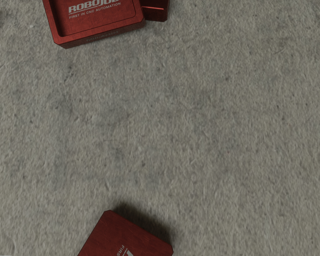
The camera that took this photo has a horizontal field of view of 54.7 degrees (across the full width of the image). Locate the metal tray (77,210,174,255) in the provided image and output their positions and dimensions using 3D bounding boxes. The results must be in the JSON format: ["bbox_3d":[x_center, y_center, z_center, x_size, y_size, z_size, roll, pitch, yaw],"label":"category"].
[{"bbox_3d":[-0.054,0.170,0.343,0.090,0.030,0.130,28,72,9],"label":"metal tray"}]

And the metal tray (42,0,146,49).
[{"bbox_3d":[-0.094,-0.175,0.441,0.131,0.030,0.089,-15,93,3],"label":"metal tray"}]

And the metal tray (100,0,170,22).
[{"bbox_3d":[-0.048,-0.218,0.484,0.131,0.030,0.090,7,70,2],"label":"metal tray"}]
